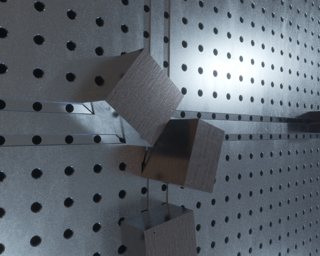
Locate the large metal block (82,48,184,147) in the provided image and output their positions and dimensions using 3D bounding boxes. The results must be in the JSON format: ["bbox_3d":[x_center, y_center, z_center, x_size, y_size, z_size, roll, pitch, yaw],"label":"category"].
[{"bbox_3d":[-0.029,-0.034,0.370,0.080,0.050,0.080,47,62,-30],"label":"large metal block"}]

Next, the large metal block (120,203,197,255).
[{"bbox_3d":[0.000,0.150,0.395,0.081,0.050,0.079,-9,96,-40],"label":"large metal block"}]

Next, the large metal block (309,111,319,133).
[{"bbox_3d":[0.406,-0.014,0.719,0.081,0.080,0.050,-1,91,-40],"label":"large metal block"}]

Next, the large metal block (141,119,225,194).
[{"bbox_3d":[0.029,0.034,0.400,0.050,0.080,0.080,23,76,-38],"label":"large metal block"}]
